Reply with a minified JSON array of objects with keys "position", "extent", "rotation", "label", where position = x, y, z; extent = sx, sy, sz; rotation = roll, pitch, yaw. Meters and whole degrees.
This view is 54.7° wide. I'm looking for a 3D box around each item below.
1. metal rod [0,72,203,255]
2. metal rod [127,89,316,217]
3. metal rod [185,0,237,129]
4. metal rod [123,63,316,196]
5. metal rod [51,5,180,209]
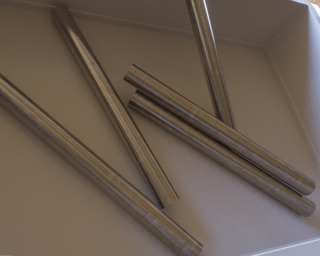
[{"position":[-0.075,0.041,0.339],"extent":[0.300,0.025,0.025],"rotation":[41,51,-1],"label":"metal rod"},{"position":[0.089,0.038,0.430],"extent":[0.301,0.025,0.025],"rotation":[32,52,-7],"label":"metal rod"},{"position":[0.063,-0.117,0.424],"extent":[0.025,0.025,0.298],"rotation":[-24,102,-36],"label":"metal rod"},{"position":[0.085,0.007,0.419],"extent":[0.301,0.025,0.025],"rotation":[32,52,-8],"label":"metal rod"},{"position":[-0.063,-0.036,0.393],"extent":[0.025,0.025,0.299],"rotation":[-21,73,-36],"label":"metal rod"}]
